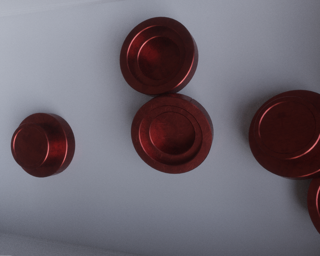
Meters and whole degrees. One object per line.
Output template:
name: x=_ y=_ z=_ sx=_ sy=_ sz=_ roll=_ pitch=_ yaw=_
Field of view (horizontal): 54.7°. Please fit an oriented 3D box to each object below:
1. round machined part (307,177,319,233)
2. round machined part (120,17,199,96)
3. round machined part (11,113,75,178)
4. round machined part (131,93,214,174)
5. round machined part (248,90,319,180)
round machined part: x=0.207 y=0.078 z=0.313 sx=0.098 sy=0.042 sz=0.097 roll=-8 pitch=80 yaw=51
round machined part: x=0.002 y=-0.087 z=0.398 sx=0.098 sy=0.042 sz=0.097 roll=-2 pitch=85 yaw=20
round machined part: x=-0.181 y=0.026 z=0.463 sx=0.098 sy=0.042 sz=0.097 roll=0 pitch=90 yaw=19
round machined part: x=0.017 y=0.004 z=0.385 sx=0.098 sy=0.042 sz=0.097 roll=5 pitch=108 yaw=14
round machined part: x=0.141 y=0.004 z=0.332 sx=0.098 sy=0.042 sz=0.098 roll=-15 pitch=65 yaw=35
